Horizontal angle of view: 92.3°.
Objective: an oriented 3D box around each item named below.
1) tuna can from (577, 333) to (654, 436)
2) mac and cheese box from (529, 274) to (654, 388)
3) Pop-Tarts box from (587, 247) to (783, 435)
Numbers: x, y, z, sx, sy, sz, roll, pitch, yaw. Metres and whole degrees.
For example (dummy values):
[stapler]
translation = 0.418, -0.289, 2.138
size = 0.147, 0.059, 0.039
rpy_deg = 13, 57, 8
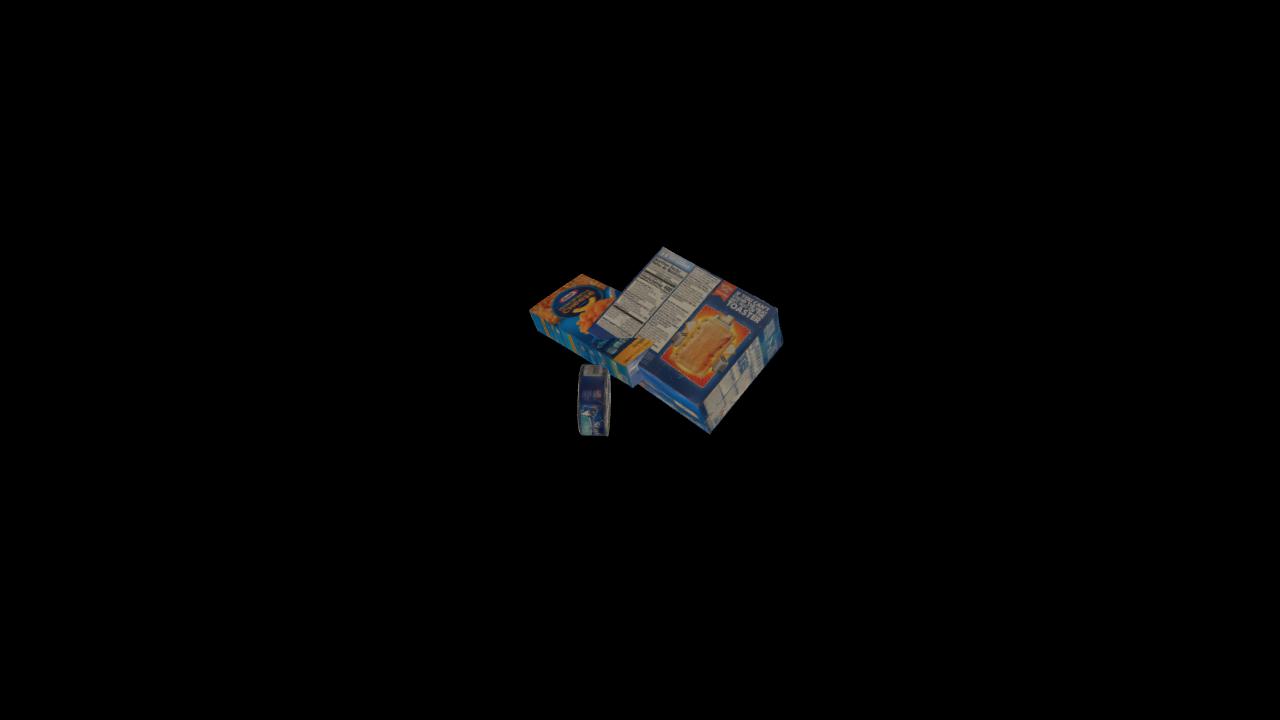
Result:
[tuna can]
translation = -0.052, 0.046, 0.708
size = 0.034, 0.084, 0.084
rpy_deg = 1, 0, -1
[mac and cheese box]
translation = -0.042, -0.041, 0.734
size = 0.093, 0.041, 0.184
rpy_deg = -40, 47, -24
[Pop-Tarts box]
translation = 0.053, -0.025, 0.706
size = 0.167, 0.141, 0.083
rpy_deg = 34, -14, 28
